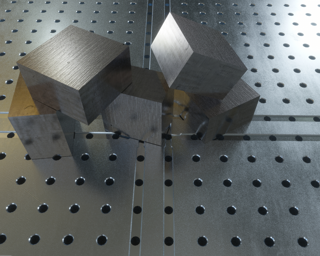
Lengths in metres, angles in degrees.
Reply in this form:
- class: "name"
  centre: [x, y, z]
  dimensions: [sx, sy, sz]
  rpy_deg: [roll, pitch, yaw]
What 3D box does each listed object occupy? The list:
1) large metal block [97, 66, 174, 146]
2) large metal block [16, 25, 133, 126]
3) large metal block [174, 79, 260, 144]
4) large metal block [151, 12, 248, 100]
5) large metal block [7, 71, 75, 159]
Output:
- class: "large metal block"
  centre: [-0.028, -0.030, 0.396]
  dimensions: [0.080, 0.080, 0.050]
  rpy_deg: [15, 52, 11]
- class: "large metal block"
  centre: [-0.088, -0.060, 0.335]
  dimensions: [0.080, 0.050, 0.080]
  rpy_deg: [25, 54, 19]
- class: "large metal block"
  centre: [0.073, -0.037, 0.423]
  dimensions: [0.081, 0.050, 0.080]
  rpy_deg: [-24, 54, -19]
- class: "large metal block"
  centre: [0.045, -0.086, 0.375]
  dimensions: [0.081, 0.050, 0.080]
  rpy_deg: [8, 44, -32]
- class: "large metal block"
  centre: [-0.141, -0.019, 0.385]
  dimensions: [0.050, 0.080, 0.080]
  rpy_deg: [-5, 50, -4]
